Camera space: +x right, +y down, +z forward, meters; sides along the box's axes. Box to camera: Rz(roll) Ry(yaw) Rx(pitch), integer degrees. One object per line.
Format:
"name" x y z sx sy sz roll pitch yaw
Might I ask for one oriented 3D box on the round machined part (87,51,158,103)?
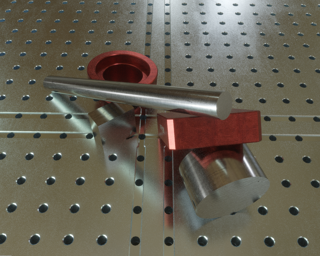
"round machined part" -0.054 -0.068 0.448 0.099 0.042 0.098 4 44 -4

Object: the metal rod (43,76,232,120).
"metal rod" -0.054 -0.043 0.363 0.300 0.025 0.025 12 46 42

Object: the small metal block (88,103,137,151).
"small metal block" -0.059 -0.005 0.395 0.050 0.050 0.025 -29 56 -23

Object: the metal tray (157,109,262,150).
"metal tray" 0.047 -0.003 0.354 0.091 0.030 0.130 -5 5 -5

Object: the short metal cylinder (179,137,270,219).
"short metal cylinder" 0.066 0.054 0.328 0.081 0.080 0.050 -13 52 -11
